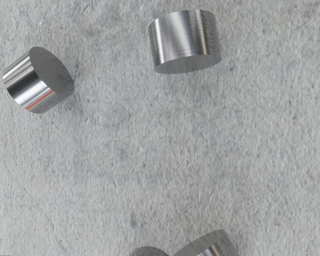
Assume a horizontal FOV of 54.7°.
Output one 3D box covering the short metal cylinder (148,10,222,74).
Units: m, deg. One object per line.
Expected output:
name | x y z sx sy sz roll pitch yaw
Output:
short metal cylinder | 0.029 -0.099 0.369 0.080 0.080 0.050 -9 87 19

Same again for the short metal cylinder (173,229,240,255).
short metal cylinder | 0.054 0.162 0.360 0.080 0.080 0.050 -34 80 16

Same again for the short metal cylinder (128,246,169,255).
short metal cylinder | -0.021 0.203 0.402 0.080 0.050 0.079 0 90 19

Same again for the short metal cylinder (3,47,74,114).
short metal cylinder | -0.169 -0.067 0.438 0.050 0.080 0.080 -31 80 17
